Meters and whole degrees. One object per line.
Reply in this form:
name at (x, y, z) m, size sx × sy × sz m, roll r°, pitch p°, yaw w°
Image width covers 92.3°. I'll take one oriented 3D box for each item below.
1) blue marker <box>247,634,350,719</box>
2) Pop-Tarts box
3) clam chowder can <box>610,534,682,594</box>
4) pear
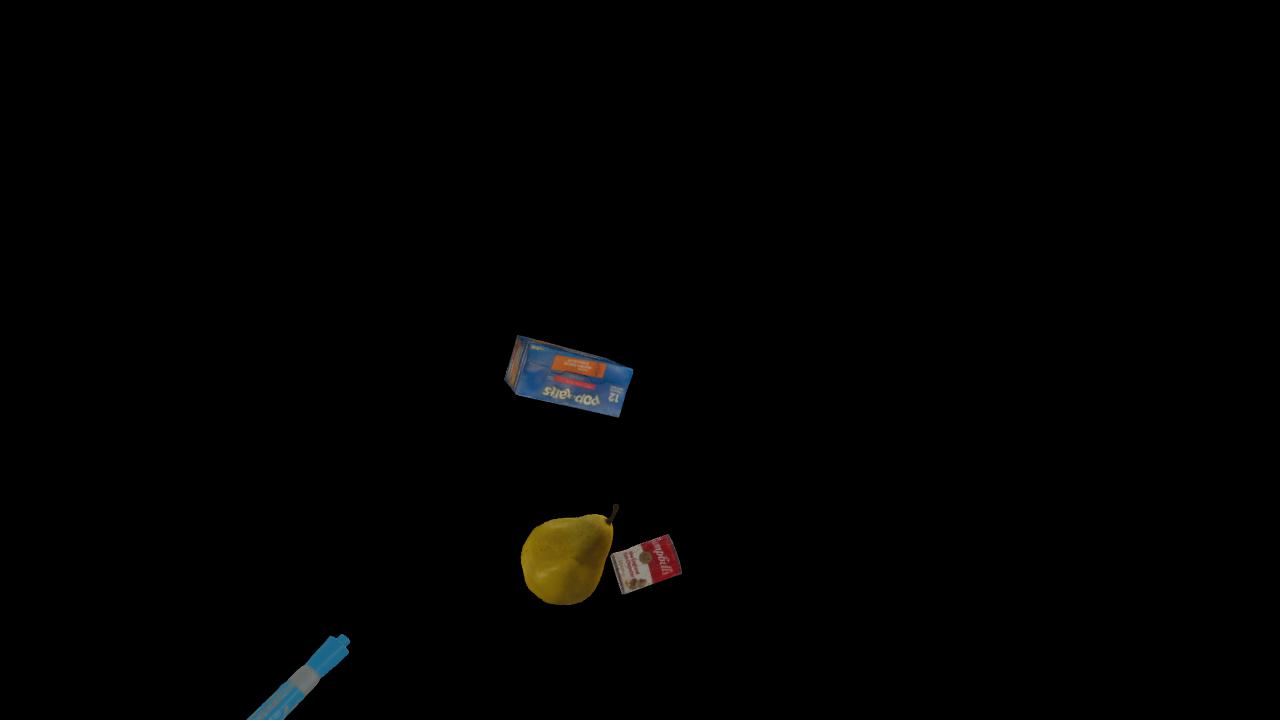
blue marker at (-0.246, 0.236, 0.411) m, size 0.020 × 0.020 × 0.121 m, roll 0°, pitch 32°, yaw 35°
Pop-Tarts box at (-0.117, 0.023, 0.980) m, size 0.167 × 0.083 × 0.141 m, roll 14°, pitch 2°, yaw -20°
clam chowder can at (0.009, 0.333, 1.003) m, size 0.102 × 0.068 × 0.068 m, roll -17°, pitch 3°, yaw -9°
pear at (-0.054, 0.176, 0.569) m, size 0.111 × 0.080 × 0.080 m, roll -33°, pitch -12°, yaw 20°
